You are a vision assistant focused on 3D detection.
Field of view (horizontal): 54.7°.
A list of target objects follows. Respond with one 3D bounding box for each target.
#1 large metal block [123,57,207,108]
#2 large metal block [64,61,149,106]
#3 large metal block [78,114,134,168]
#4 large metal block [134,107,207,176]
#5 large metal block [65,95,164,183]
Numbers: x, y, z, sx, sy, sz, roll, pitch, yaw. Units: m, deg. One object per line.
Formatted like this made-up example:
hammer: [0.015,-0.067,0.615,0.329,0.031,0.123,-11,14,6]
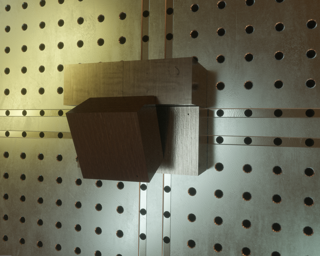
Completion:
large metal block: [0.009,-0.051,0.378,0.080,0.080,0.050,1,91,19]
large metal block: [-0.067,-0.052,0.405,0.080,0.080,0.050,1,91,19]
large metal block: [-0.062,0.013,0.418,0.080,0.050,0.079,1,90,19]
large metal block: [0.015,0.014,0.391,0.080,0.050,0.079,1,90,19]
large metal block: [-0.047,0.011,0.344,0.080,0.050,0.079,0,114,19]
